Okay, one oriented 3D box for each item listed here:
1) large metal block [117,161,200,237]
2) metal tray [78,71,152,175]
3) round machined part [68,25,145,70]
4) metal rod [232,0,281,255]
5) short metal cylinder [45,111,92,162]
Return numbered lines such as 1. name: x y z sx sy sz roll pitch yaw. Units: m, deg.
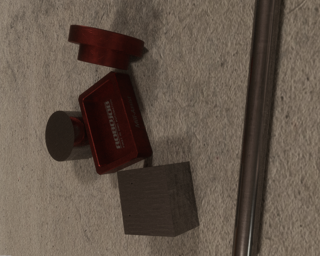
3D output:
1. large metal block: -0.004 0.088 0.390 0.080 0.050 0.080 -13 82 39
2. metal tray: -0.069 -0.006 0.456 0.090 0.030 0.129 -28 73 36
3. round machined part: -0.073 -0.105 0.416 0.098 0.099 0.042 20 103 38
4. metal rod: 0.100 -0.010 0.320 0.025 0.025 0.298 7 95 39
5. short metal cylinder: -0.142 0.012 0.502 0.080 0.050 0.079 0 90 39
